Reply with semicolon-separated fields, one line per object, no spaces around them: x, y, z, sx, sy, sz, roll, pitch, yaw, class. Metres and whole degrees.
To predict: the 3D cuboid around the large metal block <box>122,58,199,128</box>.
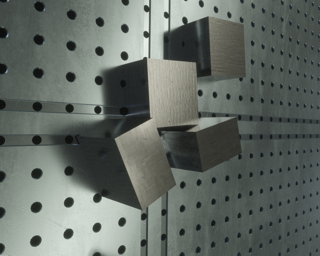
0.002;-0.042;0.396;0.081;0.050;0.079;-5;94;-40;large metal block

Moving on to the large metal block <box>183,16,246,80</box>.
0.082;-0.115;0.464;0.081;0.050;0.079;-6;94;-40;large metal block

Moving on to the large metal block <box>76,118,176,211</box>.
-0.038;0.036;0.343;0.050;0.080;0.080;-31;109;-36;large metal block

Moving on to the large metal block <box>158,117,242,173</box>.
0.050;0.019;0.418;0.081;0.080;0.050;-18;102;-39;large metal block
